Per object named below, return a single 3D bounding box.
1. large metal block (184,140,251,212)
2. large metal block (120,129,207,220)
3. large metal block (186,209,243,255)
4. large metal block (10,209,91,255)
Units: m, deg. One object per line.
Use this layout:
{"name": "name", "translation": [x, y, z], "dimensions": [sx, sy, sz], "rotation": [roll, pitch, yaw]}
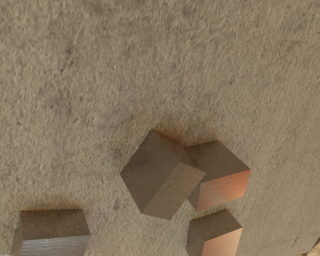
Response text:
{"name": "large metal block", "translation": [0.070, 0.066, 0.452], "dimensions": [0.081, 0.080, 0.050], "rotation": [-11, 123, -23]}
{"name": "large metal block", "translation": [0.001, 0.060, 0.411], "dimensions": [0.050, 0.080, 0.080], "rotation": [27, 104, -38]}
{"name": "large metal block", "translation": [0.098, 0.207, 0.575], "dimensions": [0.081, 0.050, 0.079], "rotation": [-11, 123, -23]}
{"name": "large metal block", "translation": [-0.146, 0.156, 0.408], "dimensions": [0.081, 0.050, 0.079], "rotation": [7, 115, -32]}
